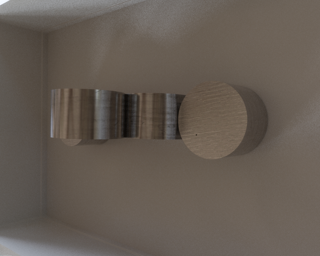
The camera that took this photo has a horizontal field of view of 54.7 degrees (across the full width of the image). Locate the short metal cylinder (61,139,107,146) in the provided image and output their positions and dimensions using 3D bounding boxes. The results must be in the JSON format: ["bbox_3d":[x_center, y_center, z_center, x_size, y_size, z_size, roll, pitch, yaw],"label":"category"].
[{"bbox_3d":[-0.118,-0.013,0.486,0.080,0.050,0.080,0,90,40],"label":"short metal cylinder"}]

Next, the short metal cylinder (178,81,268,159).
[{"bbox_3d":[0.067,-0.008,0.333,0.080,0.050,0.080,0,90,40],"label":"short metal cylinder"}]

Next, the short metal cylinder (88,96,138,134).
[{"bbox_3d":[-0.066,-0.016,0.423,0.080,0.081,0.050,2,92,40],"label":"short metal cylinder"}]

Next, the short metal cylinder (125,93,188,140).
[{"bbox_3d":[-0.004,-0.014,0.372,0.080,0.081,0.050,2,92,40],"label":"short metal cylinder"}]

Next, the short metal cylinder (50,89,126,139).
[{"bbox_3d":[-0.080,-0.015,0.345,0.080,0.081,0.050,2,92,40],"label":"short metal cylinder"}]
